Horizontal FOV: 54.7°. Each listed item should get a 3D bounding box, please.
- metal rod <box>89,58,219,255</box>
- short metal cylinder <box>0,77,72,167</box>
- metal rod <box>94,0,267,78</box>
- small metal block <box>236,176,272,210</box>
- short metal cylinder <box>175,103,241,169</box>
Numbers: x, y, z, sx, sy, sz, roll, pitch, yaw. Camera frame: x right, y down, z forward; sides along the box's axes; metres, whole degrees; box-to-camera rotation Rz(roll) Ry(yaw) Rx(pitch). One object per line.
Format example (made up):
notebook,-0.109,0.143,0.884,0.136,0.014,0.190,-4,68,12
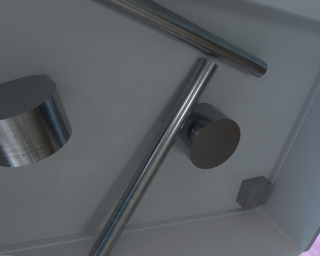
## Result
metal rod,-0.010,0.046,0.407,0.025,0.025,0.299,26,96,-38
short metal cylinder,-0.132,-0.008,0.296,0.081,0.080,0.050,-21,127,-16
metal rod,0.020,-0.114,0.350,0.302,0.025,0.025,14,111,-35
small metal block,0.177,0.121,0.584,0.050,0.025,0.050,-6,121,-26
short metal cylinder,0.065,0.011,0.437,0.081,0.050,0.079,-14,125,-21
